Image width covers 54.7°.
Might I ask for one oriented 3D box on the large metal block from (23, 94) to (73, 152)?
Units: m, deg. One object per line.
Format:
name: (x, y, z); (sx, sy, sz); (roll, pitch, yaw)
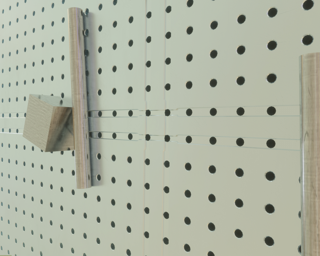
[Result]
large metal block: (-0.195, -0.010, 0.551); (0.080, 0.050, 0.079); (23, 105, 37)

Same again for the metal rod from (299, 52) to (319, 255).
metal rod: (0.145, 0.081, 0.288); (0.025, 0.025, 0.298); (-1, 89, 39)

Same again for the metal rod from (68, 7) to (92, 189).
metal rod: (-0.134, -0.050, 0.517); (0.025, 0.025, 0.298); (-6, 86, 39)
